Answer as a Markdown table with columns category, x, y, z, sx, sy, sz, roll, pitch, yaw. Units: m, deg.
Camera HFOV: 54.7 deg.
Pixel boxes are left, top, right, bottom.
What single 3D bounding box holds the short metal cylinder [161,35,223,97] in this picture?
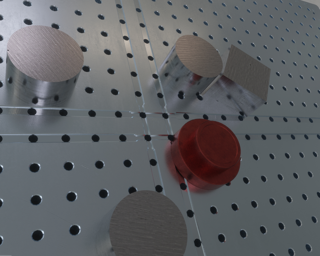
| category | x | y | z | sx | sy | sz | roll | pitch | yaw |
| --- | --- | --- | --- | --- | --- | --- | --- | --- | --- |
| short metal cylinder | 0.048 | -0.095 | 0.476 | 0.081 | 0.050 | 0.080 | 13 | 56 | -21 |

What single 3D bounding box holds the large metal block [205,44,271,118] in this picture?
| category | x | y | z | sx | sy | sz | roll | pitch | yaw |
| --- | --- | --- | --- | --- | --- | --- | --- | --- | --- |
| large metal block | 0.130 | -0.077 | 0.509 | 0.080 | 0.050 | 0.080 | 29 | 52 | -10 |

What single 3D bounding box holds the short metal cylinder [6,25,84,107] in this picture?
| category | x | y | z | sx | sy | sz | roll | pitch | yaw |
| --- | --- | --- | --- | --- | --- | --- | --- | --- | --- |
| short metal cylinder | -0.136 | -0.072 | 0.363 | 0.081 | 0.050 | 0.080 | 14 | 56 | -21 |

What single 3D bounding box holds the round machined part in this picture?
| category | x | y | z | sx | sy | sz | roll | pitch | yaw |
| --- | --- | --- | --- | --- | --- | --- | --- | --- | --- |
| round machined part | 0.068 | 0.029 | 0.416 | 0.099 | 0.042 | 0.098 | 14 | 56 | -21 |

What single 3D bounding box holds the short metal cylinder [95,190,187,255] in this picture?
| category | x | y | z | sx | sy | sz | roll | pitch | yaw |
| --- | --- | --- | --- | --- | --- | --- | --- | --- | --- |
| short metal cylinder | -0.020 | 0.110 | 0.315 | 0.081 | 0.050 | 0.080 | 14 | 56 | -21 |
